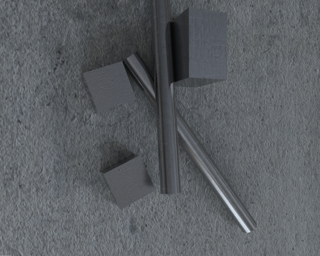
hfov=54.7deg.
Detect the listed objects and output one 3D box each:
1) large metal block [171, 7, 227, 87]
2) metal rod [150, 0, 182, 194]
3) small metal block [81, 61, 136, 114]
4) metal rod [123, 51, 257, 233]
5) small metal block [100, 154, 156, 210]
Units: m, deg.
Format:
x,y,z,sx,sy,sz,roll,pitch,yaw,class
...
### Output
x,y,z,sx,sy,sz,roll,pitch,yaw,class
0.042,-0.097,0.396,0.050,0.080,0.079,0,90,-20,large metal block
0.005,-0.070,0.388,0.025,0.025,0.298,0,81,-20,metal rod
-0.064,-0.050,0.386,0.050,0.025,0.050,-22,98,-19,small metal block
0.046,0.028,0.427,0.025,0.025,0.299,-40,103,-16,metal rod
-0.041,0.067,0.395,0.050,0.025,0.050,-27,99,-18,small metal block
